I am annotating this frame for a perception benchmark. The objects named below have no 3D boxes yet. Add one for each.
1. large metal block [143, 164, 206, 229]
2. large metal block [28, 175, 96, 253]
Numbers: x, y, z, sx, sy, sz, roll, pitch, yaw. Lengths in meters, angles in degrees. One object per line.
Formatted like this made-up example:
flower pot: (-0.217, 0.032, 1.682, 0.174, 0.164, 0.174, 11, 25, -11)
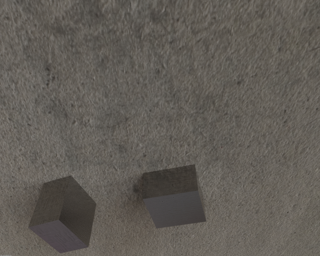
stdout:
large metal block: (0.024, 0.108, 0.483, 0.080, 0.050, 0.080, -11, 130, 8)
large metal block: (-0.147, 0.135, 0.484, 0.050, 0.080, 0.080, -17, 128, 13)
